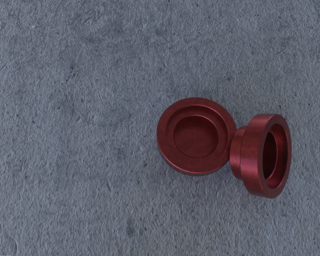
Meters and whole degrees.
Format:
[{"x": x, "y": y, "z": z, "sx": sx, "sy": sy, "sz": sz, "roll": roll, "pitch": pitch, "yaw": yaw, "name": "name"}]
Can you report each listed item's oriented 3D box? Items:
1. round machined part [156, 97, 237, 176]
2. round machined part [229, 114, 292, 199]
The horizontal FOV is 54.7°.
[{"x": 0.045, "y": 0.013, "z": 0.394, "sx": 0.099, "sy": 0.042, "sz": 0.098, "roll": 0, "pitch": 70, "yaw": 0, "name": "round machined part"}, {"x": 0.118, "y": 0.032, "z": 0.369, "sx": 0.042, "sy": 0.098, "sz": 0.098, "roll": 3, "pitch": 64, "yaw": 42, "name": "round machined part"}]
